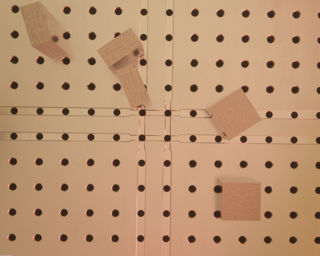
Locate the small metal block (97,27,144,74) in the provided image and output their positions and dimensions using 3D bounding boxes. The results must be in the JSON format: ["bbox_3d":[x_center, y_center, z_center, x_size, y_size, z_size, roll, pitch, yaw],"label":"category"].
[{"bbox_3d":[-0.049,-0.098,0.400,0.050,0.050,0.025,-35,90,0],"label":"small metal block"}]

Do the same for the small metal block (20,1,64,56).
[{"bbox_3d":[-0.150,-0.126,0.399,0.025,0.050,0.050,-17,90,0],"label":"small metal block"}]

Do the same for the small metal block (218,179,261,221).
[{"bbox_3d":[0.106,0.096,0.415,0.050,0.025,0.050,1,90,-1],"label":"small metal block"}]

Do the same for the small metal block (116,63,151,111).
[{"bbox_3d":[-0.033,-0.051,0.400,0.025,0.050,0.050,-22,90,0],"label":"small metal block"}]

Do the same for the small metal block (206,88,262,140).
[{"bbox_3d":[0.098,-0.018,0.415,0.050,0.025,0.050,-33,90,0],"label":"small metal block"}]
